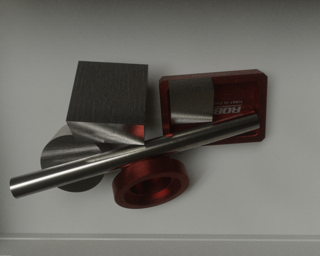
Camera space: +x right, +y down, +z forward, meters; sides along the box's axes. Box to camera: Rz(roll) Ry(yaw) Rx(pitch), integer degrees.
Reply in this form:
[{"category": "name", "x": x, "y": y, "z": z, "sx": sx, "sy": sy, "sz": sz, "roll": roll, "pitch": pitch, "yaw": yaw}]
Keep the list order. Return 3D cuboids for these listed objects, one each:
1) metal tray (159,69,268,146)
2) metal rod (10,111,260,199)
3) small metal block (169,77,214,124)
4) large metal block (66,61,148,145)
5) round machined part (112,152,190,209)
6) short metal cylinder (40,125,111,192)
[{"category": "metal tray", "x": 0.067, "y": -0.024, "z": 0.398, "sx": 0.131, "sy": 0.030, "sz": 0.089, "roll": -4, "pitch": 110, "yaw": 1}, {"category": "metal rod", "x": -0.024, "y": 0.030, "z": 0.376, "sx": 0.302, "sy": 0.025, "sz": 0.025, "roll": -15, "pitch": 110, "yaw": -7}, {"category": "small metal block", "x": 0.037, "y": -0.032, "z": 0.375, "sx": 0.050, "sy": 0.025, "sz": 0.050, "roll": -4, "pitch": 136, "yaw": 1}, {"category": "large metal block", "x": -0.056, "y": -0.029, "z": 0.361, "sx": 0.081, "sy": 0.080, "sz": 0.050, "roll": 3, "pitch": 152, "yaw": -1}, {"category": "round machined part", "x": -0.014, "y": 0.065, "z": 0.407, "sx": 0.099, "sy": 0.042, "sz": 0.097, "roll": -12, "pitch": 145, "yaw": -8}, {"category": "short metal cylinder", "x": -0.108, "y": 0.037, "z": 0.408, "sx": 0.081, "sy": 0.050, "sz": 0.079, "roll": 0, "pitch": 110, "yaw": -1}]
